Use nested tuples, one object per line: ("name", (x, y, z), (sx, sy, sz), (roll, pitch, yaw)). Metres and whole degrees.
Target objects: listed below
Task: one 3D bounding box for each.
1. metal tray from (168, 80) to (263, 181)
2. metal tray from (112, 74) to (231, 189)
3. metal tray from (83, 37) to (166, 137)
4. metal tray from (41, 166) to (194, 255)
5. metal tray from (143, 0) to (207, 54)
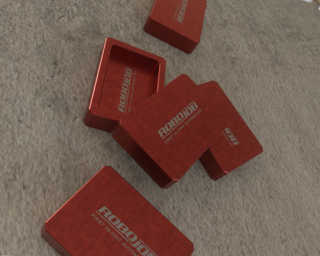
("metal tray", (0.078, -0.001, 0.445), (0.091, 0.030, 0.130), (-22, 74, -36))
("metal tray", (0.018, -0.002, 0.374), (0.090, 0.030, 0.131), (46, 51, 3))
("metal tray", (-0.042, -0.052, 0.410), (0.091, 0.030, 0.130), (17, 55, -19))
("metal tray", (-0.039, 0.113, 0.312), (0.130, 0.030, 0.090), (43, 51, 1))
("metal tray", (0.030, -0.198, 0.540), (0.090, 0.030, 0.130), (24, 53, -14))
